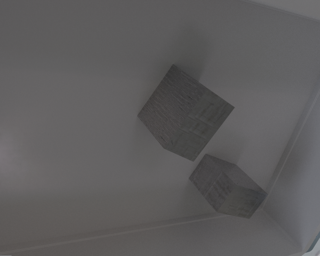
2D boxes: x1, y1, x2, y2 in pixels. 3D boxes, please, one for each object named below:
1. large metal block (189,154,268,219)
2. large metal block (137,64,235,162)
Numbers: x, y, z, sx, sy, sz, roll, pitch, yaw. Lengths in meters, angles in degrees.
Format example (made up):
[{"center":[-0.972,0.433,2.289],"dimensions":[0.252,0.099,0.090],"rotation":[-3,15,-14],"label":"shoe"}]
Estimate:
[{"center":[0.106,0.092,0.488],"dimensions":[0.080,0.080,0.050],"rotation":[21,107,-36],"label":"large metal block"},{"center":[0.028,-0.020,0.376],"dimensions":[0.050,0.080,0.080],"rotation":[27,103,-37],"label":"large metal block"}]
